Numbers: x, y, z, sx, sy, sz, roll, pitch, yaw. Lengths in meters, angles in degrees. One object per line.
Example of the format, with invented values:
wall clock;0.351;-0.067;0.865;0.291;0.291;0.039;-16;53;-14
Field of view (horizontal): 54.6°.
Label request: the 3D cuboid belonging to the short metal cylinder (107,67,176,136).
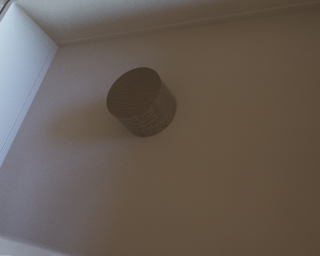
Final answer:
short metal cylinder;-0.025;-0.035;0.423;0.080;0.050;0.080;-13;56;21
